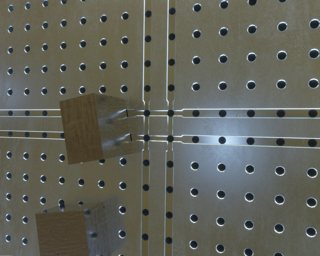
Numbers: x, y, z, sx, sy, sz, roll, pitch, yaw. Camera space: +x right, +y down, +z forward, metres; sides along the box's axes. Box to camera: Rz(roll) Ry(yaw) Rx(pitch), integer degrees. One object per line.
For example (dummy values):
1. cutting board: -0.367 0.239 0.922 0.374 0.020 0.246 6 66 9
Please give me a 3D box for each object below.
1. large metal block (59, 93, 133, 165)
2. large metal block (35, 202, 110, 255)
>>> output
1. large metal block: -0.082 0.002 0.413 0.050 0.080 0.080 -11 87 20
2. large metal block: -0.124 0.154 0.444 0.080 0.050 0.080 -9 87 20
